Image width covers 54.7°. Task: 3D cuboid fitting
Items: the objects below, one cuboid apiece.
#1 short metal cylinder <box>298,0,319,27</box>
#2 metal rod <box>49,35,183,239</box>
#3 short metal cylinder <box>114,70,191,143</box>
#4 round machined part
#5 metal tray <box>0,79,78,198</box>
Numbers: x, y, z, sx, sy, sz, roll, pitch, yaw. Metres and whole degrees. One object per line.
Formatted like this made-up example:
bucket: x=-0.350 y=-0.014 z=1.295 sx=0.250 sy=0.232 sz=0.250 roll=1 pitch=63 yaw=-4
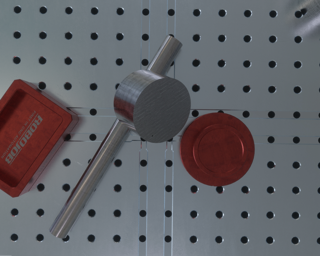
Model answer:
short metal cylinder: x=0.231 y=-0.177 z=0.402 sx=0.081 sy=0.050 sz=0.080 roll=0 pitch=90 yaw=0
metal rod: x=-0.058 y=0.011 z=0.412 sx=0.025 sy=0.025 sz=0.299 roll=31 pitch=90 yaw=0
short metal cylinder: x=-0.009 y=-0.028 z=0.381 sx=0.081 sy=0.050 sz=0.079 roll=-14 pitch=117 yaw=-30
round machined part: x=0.075 y=0.028 z=0.405 sx=0.099 sy=0.042 sz=0.097 roll=0 pitch=90 yaw=0
metal tray: x=-0.183 y=0.013 z=0.409 sx=0.090 sy=0.030 sz=0.130 roll=35 pitch=90 yaw=0
